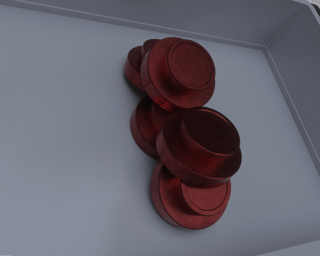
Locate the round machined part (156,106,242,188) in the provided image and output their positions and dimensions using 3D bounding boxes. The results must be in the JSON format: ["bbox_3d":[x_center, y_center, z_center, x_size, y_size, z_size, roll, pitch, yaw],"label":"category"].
[{"bbox_3d":[0.049,0.014,0.345,0.099,0.042,0.098,15,45,-16],"label":"round machined part"}]

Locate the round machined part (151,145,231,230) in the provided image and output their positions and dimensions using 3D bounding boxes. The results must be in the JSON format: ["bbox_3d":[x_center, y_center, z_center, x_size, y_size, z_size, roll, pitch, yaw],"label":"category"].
[{"bbox_3d":[0.042,0.066,0.357,0.099,0.042,0.098,8,73,-26],"label":"round machined part"}]

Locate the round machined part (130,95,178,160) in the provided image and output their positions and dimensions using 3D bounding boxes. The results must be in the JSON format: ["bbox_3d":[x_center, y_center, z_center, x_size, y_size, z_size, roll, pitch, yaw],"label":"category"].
[{"bbox_3d":[0.014,-0.008,0.405,0.099,0.042,0.098,14,55,-20],"label":"round machined part"}]

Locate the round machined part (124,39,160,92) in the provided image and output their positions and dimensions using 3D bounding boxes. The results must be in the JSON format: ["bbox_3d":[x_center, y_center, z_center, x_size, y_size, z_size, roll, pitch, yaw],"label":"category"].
[{"bbox_3d":[0.003,-0.089,0.434,0.099,0.042,0.098,15,40,-13],"label":"round machined part"}]

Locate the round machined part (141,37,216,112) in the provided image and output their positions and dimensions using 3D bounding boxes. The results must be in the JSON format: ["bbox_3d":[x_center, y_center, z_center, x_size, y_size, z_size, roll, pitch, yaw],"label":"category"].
[{"bbox_3d":[0.029,-0.070,0.385,0.099,0.042,0.098,9,70,-26],"label":"round machined part"}]
